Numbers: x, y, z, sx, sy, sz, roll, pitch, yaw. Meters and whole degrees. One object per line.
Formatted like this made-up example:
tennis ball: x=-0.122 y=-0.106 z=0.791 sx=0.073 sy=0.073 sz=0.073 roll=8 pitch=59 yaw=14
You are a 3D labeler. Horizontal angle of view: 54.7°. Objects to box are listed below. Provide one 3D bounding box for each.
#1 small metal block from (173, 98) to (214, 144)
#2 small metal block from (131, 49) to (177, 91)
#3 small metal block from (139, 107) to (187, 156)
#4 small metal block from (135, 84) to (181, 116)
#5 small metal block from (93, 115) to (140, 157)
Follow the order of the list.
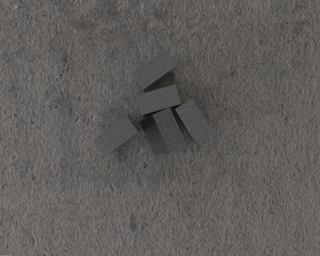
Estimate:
small metal block: x=0.042 y=-0.008 z=0.398 sx=0.025 sy=0.050 sz=0.050 roll=-31 pitch=90 yaw=0
small metal block: x=-0.007 y=-0.071 z=0.397 sx=0.050 sy=0.050 sz=0.025 roll=-36 pitch=90 yaw=0
small metal block: x=0.002 y=0.006 z=0.394 sx=0.025 sy=0.050 sz=0.050 roll=-25 pitch=91 yaw=-24
small metal block: x=-0.002 y=-0.034 z=0.397 sx=0.050 sy=0.050 sz=0.025 roll=-16 pitch=90 yaw=0
small metal block: x=-0.053 y=0.009 z=0.397 sx=0.050 sy=0.050 sz=0.025 roll=-37 pitch=90 yaw=0
